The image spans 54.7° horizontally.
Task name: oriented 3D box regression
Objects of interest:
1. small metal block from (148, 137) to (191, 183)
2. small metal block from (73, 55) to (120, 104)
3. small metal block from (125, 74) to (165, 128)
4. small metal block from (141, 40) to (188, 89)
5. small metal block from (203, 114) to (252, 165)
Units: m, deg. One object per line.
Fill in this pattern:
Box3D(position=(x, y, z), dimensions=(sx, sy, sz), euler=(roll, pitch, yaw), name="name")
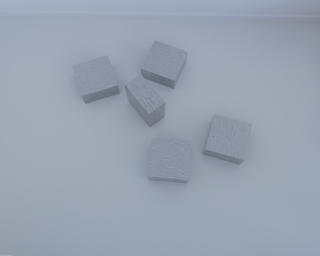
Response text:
Box3D(position=(0.012, 0.042, 0.395), dimensions=(0.050, 0.025, 0.050), euler=(5, 70, 1), name="small metal block")
Box3D(position=(-0.089, -0.068, 0.433), dimensions=(0.050, 0.025, 0.050), euler=(-18, 71, -7), name="small metal block")
Box3D(position=(-0.019, -0.034, 0.409), dimensions=(0.025, 0.050, 0.050), euler=(-37, 74, -12), name="small metal block")
Box3D(position=(0.006, -0.091, 0.443), dimensions=(0.050, 0.025, 0.050), euler=(21, 71, 7), name="small metal block")
Box3D(position=(0.088, 0.015, 0.405), dimensions=(0.050, 0.025, 0.050), euler=(15, 71, 5), name="small metal block")
